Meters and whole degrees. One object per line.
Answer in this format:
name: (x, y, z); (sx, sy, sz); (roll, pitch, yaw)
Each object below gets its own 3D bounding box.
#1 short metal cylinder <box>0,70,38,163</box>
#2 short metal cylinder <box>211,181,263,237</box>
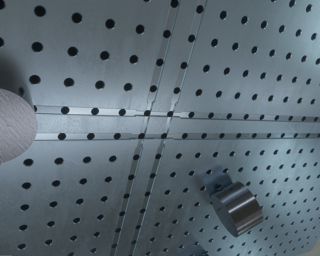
short metal cylinder: (-0.164, -0.012, 0.298); (0.081, 0.050, 0.079); (-14, 124, -21)
short metal cylinder: (0.131, 0.139, 0.533); (0.050, 0.080, 0.080); (-26, 128, -12)
